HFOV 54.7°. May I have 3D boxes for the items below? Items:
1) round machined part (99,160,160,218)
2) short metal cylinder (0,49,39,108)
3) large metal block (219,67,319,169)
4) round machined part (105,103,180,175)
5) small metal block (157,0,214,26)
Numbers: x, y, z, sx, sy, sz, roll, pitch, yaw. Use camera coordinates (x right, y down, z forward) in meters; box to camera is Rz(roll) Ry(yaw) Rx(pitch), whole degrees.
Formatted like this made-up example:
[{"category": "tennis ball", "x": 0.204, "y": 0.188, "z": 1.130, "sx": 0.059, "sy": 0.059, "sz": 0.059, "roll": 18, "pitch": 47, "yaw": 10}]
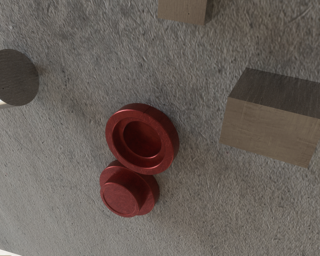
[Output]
[{"category": "round machined part", "x": -0.053, "y": 0.101, "z": 0.485, "sx": 0.098, "sy": 0.042, "sz": 0.097, "roll": 13, "pitch": 124, "yaw": 20}, {"category": "short metal cylinder", "x": -0.224, "y": -0.068, "z": 0.444, "sx": 0.050, "sy": 0.080, "sz": 0.080, "roll": -5, "pitch": 116, "yaw": 30}, {"category": "large metal block", "x": 0.111, "y": -0.015, "z": 0.303, "sx": 0.080, "sy": 0.080, "sz": 0.050, "roll": 17, "pitch": 125, "yaw": 18}, {"category": "round machined part", "x": -0.019, "y": 0.010, "z": 0.411, "sx": 0.098, "sy": 0.042, "sz": 0.097, "roll": 13, "pitch": 124, "yaw": 20}, {"category": "small metal block", "x": 0.027, "y": -0.134, "z": 0.309, "sx": 0.050, "sy": 0.025, "sz": 0.050, "roll": 16, "pitch": 125, "yaw": 18}]
